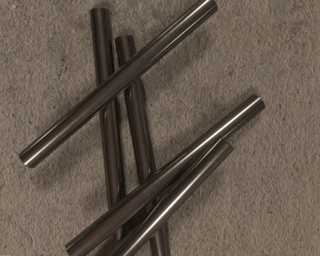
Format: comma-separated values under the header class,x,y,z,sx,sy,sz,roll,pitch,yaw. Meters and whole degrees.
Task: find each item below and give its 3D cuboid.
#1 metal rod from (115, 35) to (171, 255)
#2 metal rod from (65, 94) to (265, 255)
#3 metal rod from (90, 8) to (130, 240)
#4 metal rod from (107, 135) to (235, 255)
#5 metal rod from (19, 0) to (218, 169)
class,x,y,z,sx,sy,sz,roll,pitch,yaw
metal rod,-0.022,0.028,0.409,0.025,0.025,0.298,-10,90,0
metal rod,0.013,0.057,0.388,0.301,0.025,0.025,-38,90,-9
metal rod,-0.066,-0.006,0.409,0.025,0.025,0.298,-5,90,-1
metal rod,-0.020,0.127,0.386,0.025,0.025,0.299,41,99,-1
metal rod,-0.050,-0.058,0.383,0.300,0.025,0.025,-41,91,-1
